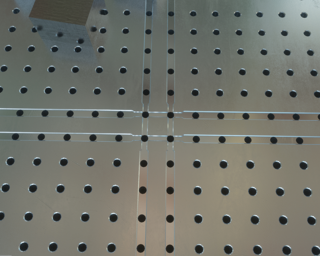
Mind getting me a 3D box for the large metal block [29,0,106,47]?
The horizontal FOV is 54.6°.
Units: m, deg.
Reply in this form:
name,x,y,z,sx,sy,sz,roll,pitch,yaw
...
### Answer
name,x,y,z,sx,sy,sz,roll,pitch,yaw
large metal block,-0.134,-0.175,0.462,0.080,0.050,0.080,10,70,3
